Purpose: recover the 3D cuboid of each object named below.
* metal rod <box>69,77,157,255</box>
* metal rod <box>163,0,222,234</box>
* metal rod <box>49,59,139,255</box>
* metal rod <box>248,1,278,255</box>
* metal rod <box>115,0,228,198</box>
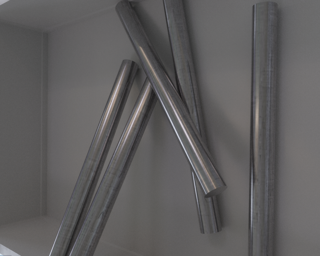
[{"bbox_3d":[-0.058,0.067,0.371,0.025,0.025,0.299,7,68,40],"label":"metal rod"},{"bbox_3d":[0.037,-0.027,0.376,0.025,0.025,0.298,-15,81,39],"label":"metal rod"},{"bbox_3d":[-0.085,0.045,0.399,0.025,0.025,0.299,2,67,40],"label":"metal rod"},{"bbox_3d":[0.105,0.024,0.319,0.025,0.025,0.298,1,91,40],"label":"metal rod"},{"bbox_3d":[0.001,-0.056,0.379,0.025,0.025,0.299,-44,56,31],"label":"metal rod"}]
